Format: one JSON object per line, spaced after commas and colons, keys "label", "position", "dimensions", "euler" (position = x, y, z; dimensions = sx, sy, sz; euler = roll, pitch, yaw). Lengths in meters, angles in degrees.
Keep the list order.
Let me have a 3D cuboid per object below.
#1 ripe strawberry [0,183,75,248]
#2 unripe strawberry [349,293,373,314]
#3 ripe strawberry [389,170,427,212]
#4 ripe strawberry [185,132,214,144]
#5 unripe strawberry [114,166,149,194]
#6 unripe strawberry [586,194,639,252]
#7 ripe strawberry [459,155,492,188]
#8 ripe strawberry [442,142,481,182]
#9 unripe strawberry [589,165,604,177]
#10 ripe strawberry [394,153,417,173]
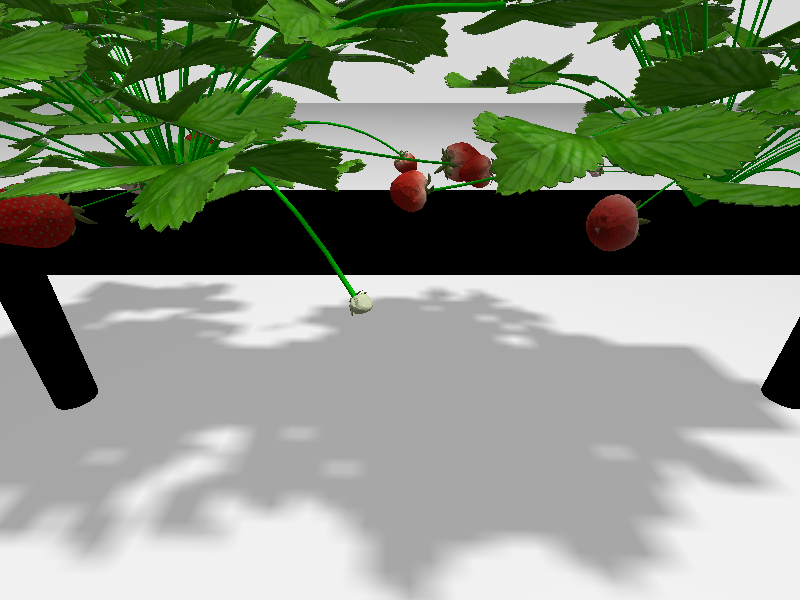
{"label": "ripe strawberry", "position": [-0.233, -0.051, 0.249], "dimensions": [0.045, 0.039, 0.046], "euler": [11, 30, 19]}
{"label": "unripe strawberry", "position": [-0.018, 0.002, 0.185], "dimensions": [0.011, 0.010, 0.010], "euler": [-23, 36, -37]}
{"label": "ripe strawberry", "position": [0.007, -0.090, 0.332], "dimensions": [0.031, 0.033, 0.029], "euler": [-2, 28, -3]}
{"label": "ripe strawberry", "position": [-0.268, -0.202, 0.538], "dimensions": [0.042, 0.044, 0.045], "euler": [-9, 27, -17]}
{"label": "unripe strawberry", "position": [-0.269, -0.126, 0.399], "dimensions": [0.040, 0.039, 0.037], "euler": [20, 34, 34]}
{"label": "unripe strawberry", "position": [0.130, -0.047, 0.248], "dimensions": [0.033, 0.034, 0.030], "euler": [-22, 35, -34]}
{"label": "ripe strawberry", "position": [0.077, -0.131, 0.410], "dimensions": [0.033, 0.033, 0.036], "euler": [5, 28, 22]}
{"label": "ripe strawberry", "position": [0.070, -0.150, 0.437], "dimensions": [0.041, 0.041, 0.045], "euler": [-10, 29, -20]}
{"label": "unripe strawberry", "position": [0.227, -0.150, 0.465], "dimensions": [0.016, 0.014, 0.015], "euler": [-7, 28, -12]}
{"label": "ripe strawberry", "position": [0.008, -0.159, 0.473], "dimensions": [0.028, 0.025, 0.026], "euler": [33, -8, 46]}
